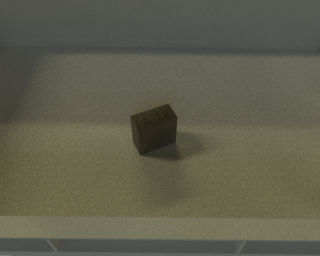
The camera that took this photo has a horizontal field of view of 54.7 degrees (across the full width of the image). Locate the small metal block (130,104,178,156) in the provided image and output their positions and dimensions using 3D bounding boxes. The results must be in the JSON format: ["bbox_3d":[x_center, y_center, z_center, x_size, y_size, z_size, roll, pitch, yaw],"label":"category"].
[{"bbox_3d":[-0.007,0.002,0.387,0.050,0.050,0.025,-19,53,-16],"label":"small metal block"}]
